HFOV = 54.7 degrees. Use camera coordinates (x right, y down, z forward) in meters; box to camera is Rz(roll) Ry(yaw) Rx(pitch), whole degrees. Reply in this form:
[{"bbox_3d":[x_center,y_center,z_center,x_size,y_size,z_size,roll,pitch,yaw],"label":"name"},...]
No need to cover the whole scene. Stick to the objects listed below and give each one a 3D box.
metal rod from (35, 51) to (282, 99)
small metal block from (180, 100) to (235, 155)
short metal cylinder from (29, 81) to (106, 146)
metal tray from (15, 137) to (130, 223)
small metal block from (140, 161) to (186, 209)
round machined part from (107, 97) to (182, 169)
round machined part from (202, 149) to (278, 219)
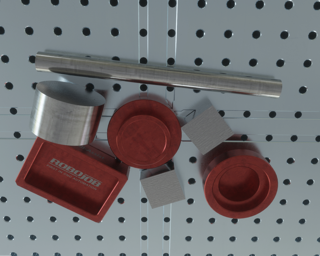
[{"bbox_3d":[0.001,-0.066,0.388,0.302,0.025,0.025,6,110,-3],"label":"metal rod"},{"bbox_3d":[0.062,-0.001,0.414,0.050,0.025,0.050,-36,106,12],"label":"small metal block"},{"bbox_3d":[-0.112,-0.020,0.376,0.080,0.080,0.050,17,109,-6],"label":"short metal cylinder"},{"bbox_3d":[-0.120,0.066,0.434,0.131,0.030,0.090,29,108,-10],"label":"metal tray"},{"bbox_3d":[0.004,0.082,0.444,0.050,0.025,0.050,-18,109,6],"label":"small metal block"},{"bbox_3d":[-0.021,0.010,0.407,0.099,0.042,0.097,0,107,0],"label":"round machined part"},{"bbox_3d":[0.108,0.073,0.432,0.099,0.042,0.097,0,110,0],"label":"round machined part"}]
